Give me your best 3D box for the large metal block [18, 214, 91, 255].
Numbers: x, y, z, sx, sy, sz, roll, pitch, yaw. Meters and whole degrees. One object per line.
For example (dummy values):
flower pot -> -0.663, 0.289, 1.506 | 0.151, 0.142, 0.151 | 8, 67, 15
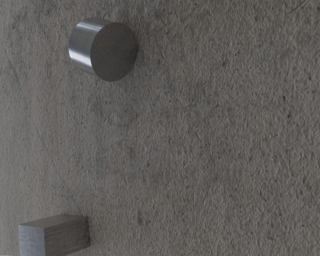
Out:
large metal block -> -0.175, 0.179, 0.514 | 0.080, 0.081, 0.050 | -9, 84, 39

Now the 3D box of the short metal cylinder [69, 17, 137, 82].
short metal cylinder -> -0.079, -0.110, 0.434 | 0.050, 0.081, 0.079 | 26, 106, 37
